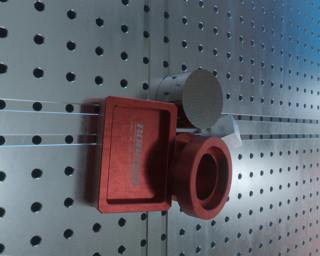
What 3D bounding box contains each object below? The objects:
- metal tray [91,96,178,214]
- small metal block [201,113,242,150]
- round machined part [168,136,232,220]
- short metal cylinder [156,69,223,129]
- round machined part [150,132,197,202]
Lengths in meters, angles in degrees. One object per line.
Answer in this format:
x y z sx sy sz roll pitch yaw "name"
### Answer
-0.029 0.032 0.369 0.091 0.030 0.129 5 87 -26 "metal tray"
0.090 0.011 0.458 0.025 0.050 0.050 55 23 -27 "small metal block"
0.046 0.058 0.377 0.099 0.042 0.097 -4 95 -50 "round machined part"
0.042 -0.038 0.430 0.081 0.050 0.079 0 90 -40 "short metal cylinder"
0.037 0.054 0.430 0.099 0.042 0.097 0 90 -40 "round machined part"
